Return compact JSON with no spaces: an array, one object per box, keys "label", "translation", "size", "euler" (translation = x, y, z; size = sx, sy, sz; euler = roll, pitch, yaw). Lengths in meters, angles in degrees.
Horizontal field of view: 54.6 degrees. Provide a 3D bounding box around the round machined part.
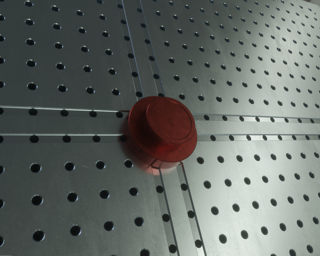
[{"label":"round machined part","translation":[0.006,-0.001,0.401],"size":[0.099,0.042,0.098],"euler":[13,56,-21]}]
